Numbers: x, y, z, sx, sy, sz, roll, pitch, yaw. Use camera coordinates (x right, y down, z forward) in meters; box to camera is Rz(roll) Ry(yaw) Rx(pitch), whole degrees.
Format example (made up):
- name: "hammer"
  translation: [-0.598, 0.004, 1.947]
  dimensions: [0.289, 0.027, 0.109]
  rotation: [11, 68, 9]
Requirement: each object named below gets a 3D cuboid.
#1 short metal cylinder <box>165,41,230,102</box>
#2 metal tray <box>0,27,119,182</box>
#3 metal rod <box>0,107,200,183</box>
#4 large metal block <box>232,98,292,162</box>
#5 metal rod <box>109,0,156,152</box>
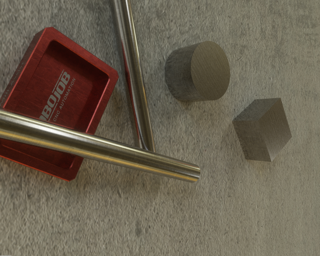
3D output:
- name: "short metal cylinder"
  translation: [0.053, -0.077, 0.435]
  dimensions: [0.081, 0.050, 0.079]
  rotation: [0, 90, -40]
- name: "metal tray"
  translation: [-0.106, -0.022, 0.313]
  dimensions: [0.090, 0.030, 0.130]
  rotation: [32, 70, -36]
- name: "metal rod"
  translation: [-0.065, 0.020, 0.311]
  dimensions: [0.302, 0.025, 0.025]
  rotation: [20, 77, -40]
- name: "large metal block"
  translation: [0.181, 0.002, 0.543]
  dimensions: [0.080, 0.050, 0.080]
  rotation: [-38, 114, -34]
- name: "metal rod"
  translation: [-0.038, -0.095, 0.373]
  dimensions: [0.025, 0.025, 0.298]
  rotation: [-16, 100, -39]
